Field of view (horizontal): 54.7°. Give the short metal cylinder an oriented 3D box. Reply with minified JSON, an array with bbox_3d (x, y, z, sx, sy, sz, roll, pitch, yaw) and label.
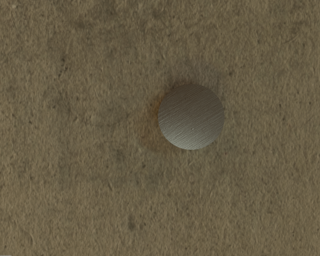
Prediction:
[{"bbox_3d":[0.038,-0.014,0.398,0.081,0.050,0.079,0,90,-1],"label":"short metal cylinder"}]
